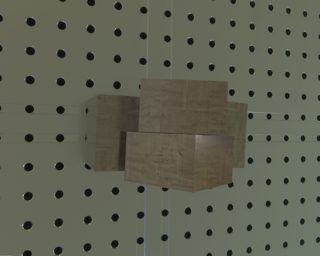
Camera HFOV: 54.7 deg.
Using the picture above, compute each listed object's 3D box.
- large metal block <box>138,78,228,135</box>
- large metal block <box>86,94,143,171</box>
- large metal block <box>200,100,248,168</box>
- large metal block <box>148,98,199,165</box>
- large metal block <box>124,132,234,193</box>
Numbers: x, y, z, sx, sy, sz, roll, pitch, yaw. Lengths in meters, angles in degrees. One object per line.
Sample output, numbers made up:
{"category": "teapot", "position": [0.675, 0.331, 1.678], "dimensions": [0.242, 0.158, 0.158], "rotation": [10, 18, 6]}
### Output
{"category": "large metal block", "position": [0.023, -0.019, 0.325], "dimensions": [0.080, 0.080, 0.050], "rotation": [2, 89, 2]}
{"category": "large metal block", "position": [-0.056, 0.005, 0.364], "dimensions": [0.050, 0.080, 0.079], "rotation": [2, 90, -20]}
{"category": "large metal block", "position": [0.069, 0.008, 0.410], "dimensions": [0.050, 0.080, 0.080], "rotation": [4, 89, -20]}
{"category": "large metal block", "position": [0.003, 0.005, 0.399], "dimensions": [0.081, 0.050, 0.079], "rotation": [3, 89, -20]}
{"category": "large metal block", "position": [0.021, 0.031, 0.321], "dimensions": [0.080, 0.080, 0.050], "rotation": [4, 88, -53]}
